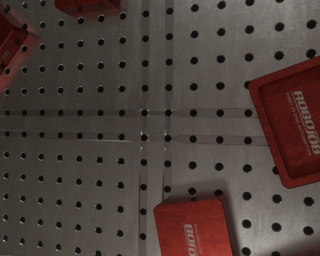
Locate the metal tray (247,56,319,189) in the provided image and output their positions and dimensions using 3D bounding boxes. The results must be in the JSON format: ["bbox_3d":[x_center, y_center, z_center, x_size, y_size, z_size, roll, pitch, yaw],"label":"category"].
[{"bbox_3d":[0.165,-0.006,0.351,0.090,0.030,0.129,-19,84,18],"label":"metal tray"}]

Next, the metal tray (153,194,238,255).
[{"bbox_3d":[0.049,0.155,0.392,0.090,0.030,0.129,-12,86,19],"label":"metal tray"}]

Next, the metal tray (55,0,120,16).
[{"bbox_3d":[-0.106,-0.237,0.446,0.090,0.030,0.129,-2,89,19],"label":"metal tray"}]

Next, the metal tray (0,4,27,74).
[{"bbox_3d":[-0.288,-0.136,0.509,0.090,0.030,0.130,45,103,14],"label":"metal tray"}]
